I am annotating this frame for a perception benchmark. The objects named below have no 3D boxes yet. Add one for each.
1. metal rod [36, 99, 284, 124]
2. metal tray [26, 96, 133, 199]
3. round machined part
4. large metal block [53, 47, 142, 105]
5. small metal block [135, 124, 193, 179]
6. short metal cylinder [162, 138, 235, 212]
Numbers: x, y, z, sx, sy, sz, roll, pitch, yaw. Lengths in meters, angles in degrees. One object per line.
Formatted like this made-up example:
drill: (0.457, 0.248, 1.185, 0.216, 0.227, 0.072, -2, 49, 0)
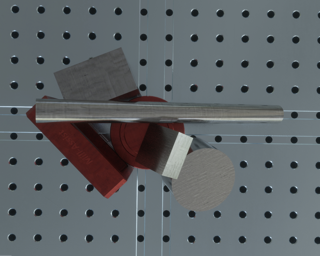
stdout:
metal rod: (0.016, -0.018, 0.366, 0.303, 0.025, 0.025, 0, 90, -20)
metal tray: (-0.092, 0.021, 0.379, 0.030, 0.090, 0.130, -44, 91, 0)
round machined part: (-0.017, 0.006, 0.407, 0.099, 0.042, 0.097, 0, 90, -1)
large metal block: (-0.072, -0.053, 0.383, 0.080, 0.080, 0.050, -21, 90, 0)
small metal block: (0.004, 0.025, 0.357, 0.025, 0.050, 0.050, 23, 87, -43)
short metal cylinder: (0.046, 0.057, 0.389, 0.081, 0.050, 0.079, -4, 103, -15)
